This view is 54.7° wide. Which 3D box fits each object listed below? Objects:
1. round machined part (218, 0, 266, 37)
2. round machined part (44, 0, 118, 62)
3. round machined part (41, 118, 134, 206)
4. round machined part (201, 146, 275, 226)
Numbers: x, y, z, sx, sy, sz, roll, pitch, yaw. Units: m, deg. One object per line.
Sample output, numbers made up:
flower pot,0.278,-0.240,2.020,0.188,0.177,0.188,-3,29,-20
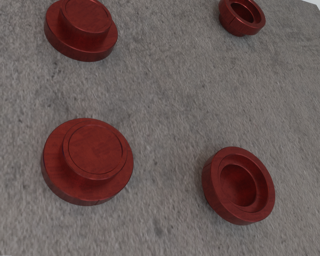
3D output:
round machined part,0.157,-0.221,0.615,0.099,0.042,0.098,14,56,-21
round machined part,-0.105,-0.143,0.425,0.099,0.042,0.098,14,56,-21
round machined part,-0.074,0.031,0.335,0.099,0.042,0.098,14,56,-21
round machined part,0.095,0.076,0.400,0.099,0.042,0.098,14,56,-21
